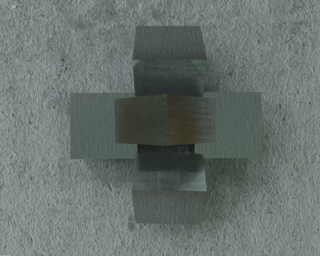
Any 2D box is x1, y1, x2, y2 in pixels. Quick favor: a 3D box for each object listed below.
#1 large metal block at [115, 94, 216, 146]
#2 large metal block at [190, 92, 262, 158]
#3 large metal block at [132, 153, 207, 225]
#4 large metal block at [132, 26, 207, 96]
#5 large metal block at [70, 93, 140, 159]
[{"bbox_3d":[0.006,-0.008,0.351,0.080,0.081,0.050,0,90,44],"label":"large metal block"},{"bbox_3d":[0.082,-0.004,0.397,0.081,0.050,0.079,0,90,-1],"label":"large metal block"},{"bbox_3d":[0.010,0.076,0.378,0.081,0.080,0.050,1,47,0],"label":"large metal block"},{"bbox_3d":[0.011,-0.083,0.378,0.081,0.080,0.050,0,134,0],"label":"large metal block"},{"bbox_3d":[-0.068,-0.003,0.398,0.081,0.050,0.079,0,90,-1],"label":"large metal block"}]
